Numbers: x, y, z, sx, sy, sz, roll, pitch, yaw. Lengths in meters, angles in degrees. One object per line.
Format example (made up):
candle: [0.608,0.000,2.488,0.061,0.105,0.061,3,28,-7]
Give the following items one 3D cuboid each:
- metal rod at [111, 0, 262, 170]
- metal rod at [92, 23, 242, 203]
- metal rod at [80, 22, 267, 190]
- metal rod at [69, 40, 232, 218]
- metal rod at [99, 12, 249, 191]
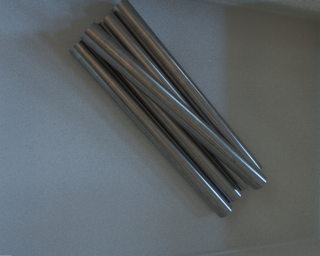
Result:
metal rod: [0.044,-0.046,0.425,0.025,0.025,0.300,-45,104,-14]
metal rod: [0.011,-0.011,0.413,0.025,0.025,0.300,-45,104,-14]
metal rod: [0.028,-0.017,0.392,0.300,0.025,0.025,40,77,-16]
metal rod: [-0.003,0.009,0.408,0.025,0.025,0.300,-45,104,-14]
metal rod: [0.029,-0.026,0.420,0.025,0.025,0.300,-45,104,-14]
